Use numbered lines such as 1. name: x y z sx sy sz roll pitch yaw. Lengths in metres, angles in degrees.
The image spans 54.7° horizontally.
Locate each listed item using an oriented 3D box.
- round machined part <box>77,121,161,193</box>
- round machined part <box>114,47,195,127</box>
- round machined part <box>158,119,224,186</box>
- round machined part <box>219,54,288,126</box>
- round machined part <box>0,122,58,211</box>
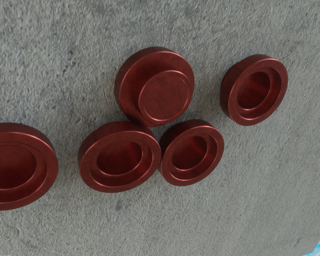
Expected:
1. round machined part: -0.052 0.031 0.381 0.099 0.042 0.097 -13 130 -15
2. round machined part: -0.001 -0.043 0.369 0.099 0.042 0.097 -14 124 -21
3. round machined part: 0.037 0.030 0.435 0.099 0.042 0.097 -14 124 -21
4. round machined part: 0.124 -0.055 0.429 0.099 0.042 0.097 -14 124 -21
5. round machined part: -0.163 0.037 0.329 0.099 0.042 0.097 -14 124 -21
